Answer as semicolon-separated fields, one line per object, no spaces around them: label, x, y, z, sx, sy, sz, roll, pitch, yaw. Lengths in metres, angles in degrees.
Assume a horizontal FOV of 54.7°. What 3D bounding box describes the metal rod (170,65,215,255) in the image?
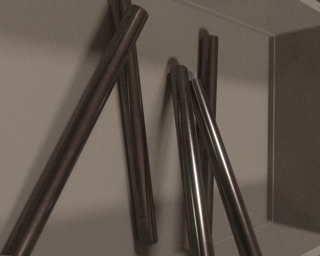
metal rod;0.037;0.051;0.362;0.025;0.025;0.299;21;53;-39

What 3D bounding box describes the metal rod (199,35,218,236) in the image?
metal rod;0.071;0.011;0.468;0.025;0.025;0.298;4;88;-40

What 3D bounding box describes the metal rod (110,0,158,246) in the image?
metal rod;-0.031;-0.003;0.382;0.025;0.025;0.298;-11;97;-40

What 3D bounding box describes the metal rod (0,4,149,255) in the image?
metal rod;-0.084;0.002;0.320;0.025;0.025;0.299;33;75;-36

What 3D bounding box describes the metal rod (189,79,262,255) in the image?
metal rod;0.085;0.069;0.396;0.025;0.025;0.299;5;60;-40
